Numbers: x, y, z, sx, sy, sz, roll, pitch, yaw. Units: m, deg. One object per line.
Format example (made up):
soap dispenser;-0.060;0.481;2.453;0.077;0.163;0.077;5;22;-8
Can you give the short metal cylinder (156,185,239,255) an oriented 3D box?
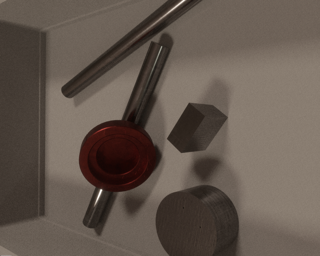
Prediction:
short metal cylinder;0.042;0.109;0.354;0.080;0.050;0.079;0;90;39

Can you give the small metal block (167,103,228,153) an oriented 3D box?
small metal block;0.043;0.000;0.354;0.025;0.050;0.050;45;117;30

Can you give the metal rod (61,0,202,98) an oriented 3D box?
metal rod;-0.051;-0.116;0.446;0.299;0.025;0.025;-26;74;36

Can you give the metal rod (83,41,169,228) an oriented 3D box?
metal rod;-0.055;0.022;0.450;0.025;0.025;0.298;36;112;34

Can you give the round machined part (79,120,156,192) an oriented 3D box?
round machined part;-0.057;0.034;0.417;0.042;0.099;0.097;-112;43;-65
